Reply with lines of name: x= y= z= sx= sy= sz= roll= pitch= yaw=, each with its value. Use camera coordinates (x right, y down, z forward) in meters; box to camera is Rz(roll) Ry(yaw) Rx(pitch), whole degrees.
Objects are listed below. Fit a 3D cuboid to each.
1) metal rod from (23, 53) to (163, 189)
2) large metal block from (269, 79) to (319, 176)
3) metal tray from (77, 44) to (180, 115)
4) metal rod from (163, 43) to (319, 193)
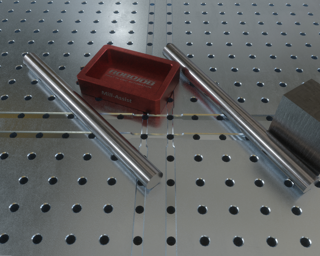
metal rod: x=-0.107 y=-0.025 z=0.427 sx=0.025 sy=0.025 sz=0.300 roll=-35 pitch=58 yaw=-26
large metal block: x=0.184 y=0.002 z=0.371 sx=0.050 sy=0.080 sz=0.080 roll=-28 pitch=56 yaw=-21
metal tray: x=-0.045 y=-0.076 z=0.467 sx=0.130 sy=0.030 sz=0.090 roll=17 pitch=52 yaw=14
metal rod: x=0.094 y=-0.032 z=0.434 sx=0.025 sy=0.025 sz=0.300 roll=-25 pitch=55 yaw=-20
